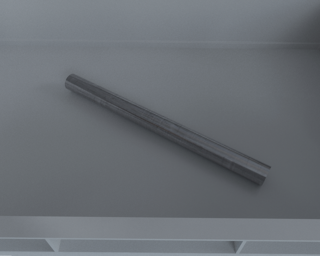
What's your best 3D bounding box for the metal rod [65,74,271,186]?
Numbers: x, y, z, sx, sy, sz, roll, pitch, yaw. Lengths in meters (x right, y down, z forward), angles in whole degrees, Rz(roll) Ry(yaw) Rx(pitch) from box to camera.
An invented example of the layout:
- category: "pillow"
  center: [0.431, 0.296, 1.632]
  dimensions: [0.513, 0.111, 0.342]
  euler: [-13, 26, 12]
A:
- category: "metal rod"
  center: [-0.004, -0.007, 0.408]
  dimensions: [0.301, 0.025, 0.025]
  euler: [26, 55, 20]
